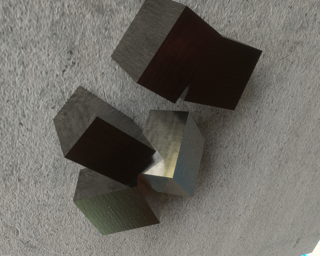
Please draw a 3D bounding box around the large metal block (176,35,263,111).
[{"bbox_3d":[0.064,-0.073,0.380,0.081,0.050,0.079,7,115,-32],"label":"large metal block"}]

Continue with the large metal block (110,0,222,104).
[{"bbox_3d":[0.002,-0.084,0.320,0.050,0.080,0.080,25,104,-37],"label":"large metal block"}]

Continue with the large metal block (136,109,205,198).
[{"bbox_3d":[0.014,0.033,0.381,0.080,0.050,0.080,52,48,-55],"label":"large metal block"}]

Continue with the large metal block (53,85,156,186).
[{"bbox_3d":[-0.063,0.008,0.340,0.080,0.080,0.050,34,99,-37],"label":"large metal block"}]

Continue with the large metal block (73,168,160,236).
[{"bbox_3d":[-0.052,0.088,0.398,0.080,0.050,0.080,-15,129,10],"label":"large metal block"}]
